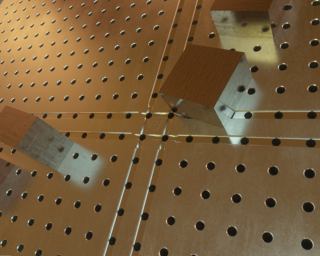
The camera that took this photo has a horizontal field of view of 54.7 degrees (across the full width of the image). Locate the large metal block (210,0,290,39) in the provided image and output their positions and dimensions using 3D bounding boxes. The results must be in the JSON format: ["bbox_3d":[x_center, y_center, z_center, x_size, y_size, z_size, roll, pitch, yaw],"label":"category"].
[{"bbox_3d":[0.128,-0.174,0.431,0.080,0.050,0.080,15,70,34],"label":"large metal block"}]

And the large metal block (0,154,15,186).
[{"bbox_3d":[-0.300,0.070,0.503,0.080,0.050,0.080,21,73,35],"label":"large metal block"}]

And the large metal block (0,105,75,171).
[{"bbox_3d":[-0.192,0.015,0.462,0.080,0.080,0.050,16,70,34],"label":"large metal block"}]

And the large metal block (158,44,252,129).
[{"bbox_3d":[0.059,-0.055,0.394,0.080,0.050,0.080,20,72,35],"label":"large metal block"}]
